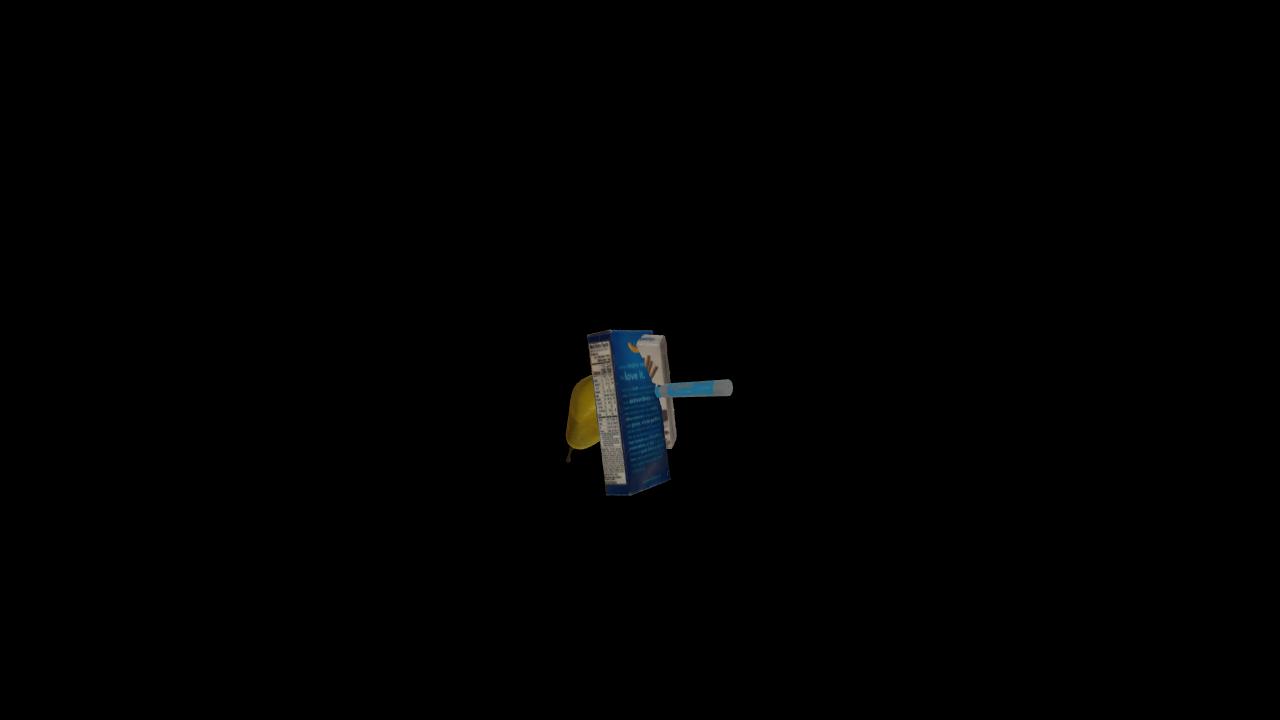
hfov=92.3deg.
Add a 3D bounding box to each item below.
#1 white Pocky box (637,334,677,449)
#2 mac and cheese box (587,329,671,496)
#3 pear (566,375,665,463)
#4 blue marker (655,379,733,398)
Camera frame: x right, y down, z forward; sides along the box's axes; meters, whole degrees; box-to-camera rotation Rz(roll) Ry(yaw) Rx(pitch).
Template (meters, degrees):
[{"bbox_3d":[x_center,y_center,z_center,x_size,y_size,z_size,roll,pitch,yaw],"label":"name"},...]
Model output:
[{"bbox_3d":[-0.003,0.040,0.762,0.084,0.154,0.028,2,31,17],"label":"white Pocky box"},{"bbox_3d":[-0.011,0.058,0.719,0.041,0.184,0.093,-8,-3,34],"label":"mac and cheese box"},{"bbox_3d":[-0.061,0.070,0.733,0.111,0.080,0.080,-43,-6,6],"label":"pear"},{"bbox_3d":[0.052,0.035,0.716,0.121,0.020,0.020,-5,-3,39],"label":"blue marker"}]
